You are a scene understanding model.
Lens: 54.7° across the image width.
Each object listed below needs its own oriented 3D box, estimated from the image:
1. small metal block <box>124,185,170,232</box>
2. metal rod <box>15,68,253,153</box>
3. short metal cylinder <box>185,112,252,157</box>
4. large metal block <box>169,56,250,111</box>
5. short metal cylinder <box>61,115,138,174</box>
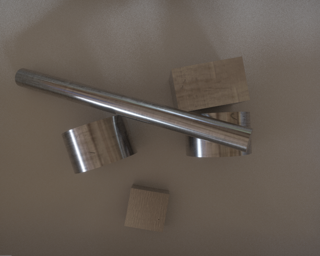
[{"bbox_3d":[-0.017,0.106,0.411,0.050,0.025,0.050,10,90,-1],"label":"small metal block"},{"bbox_3d":[-0.047,-0.027,0.359,0.301,0.025,0.025,16,90,20],"label":"metal rod"},{"bbox_3d":[0.071,0.007,0.385,0.081,0.080,0.050,-3,90,-1],"label":"short metal cylinder"},{"bbox_3d":[0.056,-0.049,0.385,0.080,0.080,0.050,-10,90,-1],"label":"large metal block"},{"bbox_3d":[-0.074,0.019,0.383,0.080,0.080,0.050,-18,91,0],"label":"short metal cylinder"}]
